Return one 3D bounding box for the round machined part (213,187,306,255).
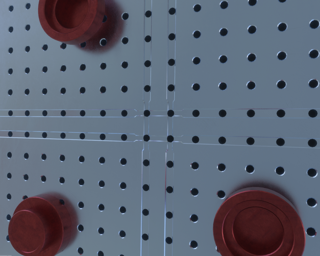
[{"bbox_3d":[0.115,0.118,0.363,0.098,0.042,0.097,0,90,20],"label":"round machined part"}]

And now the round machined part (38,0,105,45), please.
[{"bbox_3d":[-0.122,-0.168,0.447,0.098,0.042,0.097,0,90,20],"label":"round machined part"}]

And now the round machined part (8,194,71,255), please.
[{"bbox_3d":[-0.189,0.154,0.471,0.098,0.042,0.097,0,90,20],"label":"round machined part"}]
